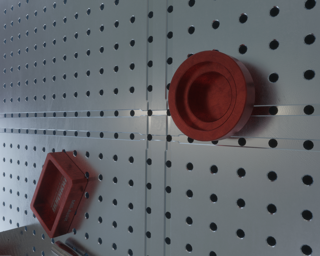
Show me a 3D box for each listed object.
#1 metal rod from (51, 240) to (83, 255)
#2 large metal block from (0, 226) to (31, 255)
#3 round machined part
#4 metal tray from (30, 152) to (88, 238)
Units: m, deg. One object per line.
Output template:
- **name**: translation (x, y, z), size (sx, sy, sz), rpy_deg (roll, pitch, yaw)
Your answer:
- **metal rod**: translation (-0.072, 0.243, 0.468), size (0.300, 0.025, 0.025), rpy_deg (13, 99, 39)
- **large metal block**: translation (-0.323, 0.261, 0.640), size (0.050, 0.081, 0.080), rpy_deg (-43, 64, 31)
- **round machined part**: translation (0.060, -0.034, 0.349), size (0.098, 0.042, 0.097), rpy_deg (0, 90, 40)
- **metal tray**: translation (-0.186, 0.119, 0.559), size (0.090, 0.030, 0.129), rpy_deg (38, 113, 33)
